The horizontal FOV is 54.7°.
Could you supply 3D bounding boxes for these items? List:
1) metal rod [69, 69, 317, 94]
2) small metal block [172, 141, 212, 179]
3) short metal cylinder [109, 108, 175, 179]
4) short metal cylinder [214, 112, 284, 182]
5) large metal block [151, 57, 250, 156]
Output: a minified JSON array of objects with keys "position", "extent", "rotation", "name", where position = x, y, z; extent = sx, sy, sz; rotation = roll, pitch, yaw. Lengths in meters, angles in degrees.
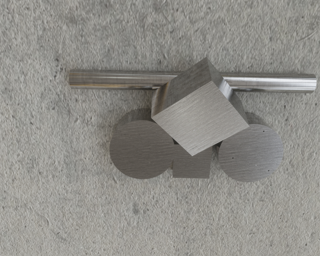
[{"position":[0.041,-0.059,0.389],"extent":[0.302,0.025,0.025],"rotation":[1,110,-1],"name":"metal rod"},{"position":[0.043,0.041,0.427],"extent":[0.050,0.025,0.050],"rotation":[2,110,-1],"name":"small metal block"},{"position":[-0.022,0.019,0.404],"extent":[0.081,0.050,0.079],"rotation":[0,110,0],"name":"short metal cylinder"},{"position":[0.113,0.024,0.407],"extent":[0.081,0.050,0.079],"rotation":[0,110,0],"name":"short metal cylinder"},{"position":[0.047,-0.023,0.371],"extent":[0.080,0.050,0.080],"rotation":[-31,124,24],"name":"large metal block"}]
